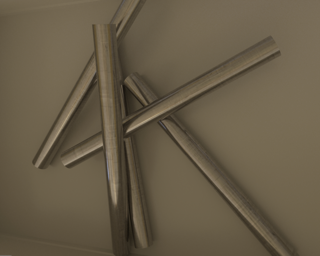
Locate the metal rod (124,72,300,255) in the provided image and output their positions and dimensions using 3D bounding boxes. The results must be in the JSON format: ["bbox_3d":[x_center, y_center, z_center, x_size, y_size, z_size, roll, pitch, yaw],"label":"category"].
[{"bbox_3d":[0.056,0.043,0.390,0.025,0.025,0.300,-44,77,14],"label":"metal rod"}]

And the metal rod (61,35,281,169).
[{"bbox_3d":[-0.001,-0.023,0.382,0.300,0.025,0.025,-28,81,17],"label":"metal rod"}]

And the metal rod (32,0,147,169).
[{"bbox_3d":[-0.101,-0.060,0.423,0.025,0.025,0.298,41,111,15],"label":"metal rod"}]

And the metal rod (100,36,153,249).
[{"bbox_3d":[-0.048,0.011,0.426,0.025,0.025,0.298,-12,86,19],"label":"metal rod"}]

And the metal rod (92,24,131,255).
[{"bbox_3d":[-0.057,0.029,0.381,0.025,0.025,0.298,5,110,19],"label":"metal rod"}]
